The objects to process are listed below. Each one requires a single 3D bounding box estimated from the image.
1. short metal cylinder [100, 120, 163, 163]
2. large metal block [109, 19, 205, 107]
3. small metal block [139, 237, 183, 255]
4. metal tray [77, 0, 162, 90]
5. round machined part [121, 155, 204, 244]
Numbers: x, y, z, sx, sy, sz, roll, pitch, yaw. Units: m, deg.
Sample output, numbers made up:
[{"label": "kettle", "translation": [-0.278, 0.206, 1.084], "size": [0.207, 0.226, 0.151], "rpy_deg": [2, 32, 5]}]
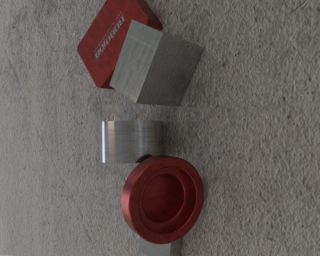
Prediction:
[{"label": "short metal cylinder", "translation": [-0.037, 0.017, 0.400], "size": [0.080, 0.081, 0.050], "rpy_deg": [-2, 89, 40]}, {"label": "large metal block", "translation": [-0.003, -0.074, 0.371], "size": [0.050, 0.081, 0.079], "rpy_deg": [35, 112, 34]}, {"label": "small metal block", "translation": [0.002, 0.142, 0.404], "size": [0.050, 0.025, 0.050], "rpy_deg": [9, 96, 39]}, {"label": "metal tray", "translation": [-0.064, -0.131, 0.455], "size": [0.129, 0.030, 0.090], "rpy_deg": [-46, 63, 30]}, {"label": "round machined part", "translation": [0.000, 0.080, 0.362], "size": [0.042, 0.099, 0.097], "rpy_deg": [4, 93, 59]}]
